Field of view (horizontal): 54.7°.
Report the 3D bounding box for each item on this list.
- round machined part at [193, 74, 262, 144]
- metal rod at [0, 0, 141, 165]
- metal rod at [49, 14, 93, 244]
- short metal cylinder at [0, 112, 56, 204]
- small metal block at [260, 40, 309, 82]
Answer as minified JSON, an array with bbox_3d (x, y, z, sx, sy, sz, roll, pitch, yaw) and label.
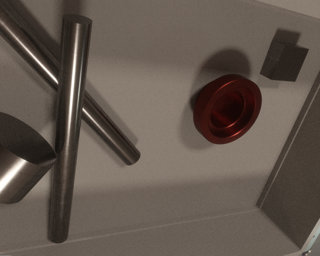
[{"bbox_3d":[0.088,-0.029,0.430,0.099,0.042,0.097,-14,125,-21],"label":"round machined part"},{"bbox_3d":[-0.106,-0.053,0.318,0.025,0.025,0.300,-39,130,-3],"label":"metal rod"},{"bbox_3d":[-0.105,0.027,0.346,0.025,0.025,0.298,-3,127,-27],"label":"metal rod"},{"bbox_3d":[-0.153,0.028,0.308,0.050,0.080,0.080,-47,130,5],"label":"short metal cylinder"},{"bbox_3d":[0.180,-0.096,0.450,0.050,0.025,0.050,-1,119,-28],"label":"small metal block"}]
